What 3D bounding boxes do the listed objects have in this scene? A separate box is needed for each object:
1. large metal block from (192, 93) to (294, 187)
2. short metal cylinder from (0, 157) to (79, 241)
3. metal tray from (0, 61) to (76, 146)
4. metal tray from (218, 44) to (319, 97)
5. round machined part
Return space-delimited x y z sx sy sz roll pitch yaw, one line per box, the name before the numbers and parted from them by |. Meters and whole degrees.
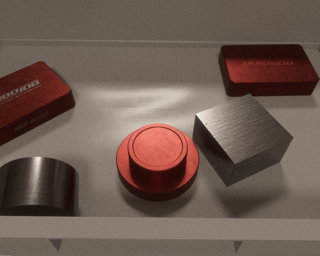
large metal block | 0.097 0.013 0.379 0.081 0.050 0.080 -21 53 -17
short metal cylinder | -0.122 0.072 0.307 0.081 0.080 0.050 -6 51 -6
metal tray | -0.198 -0.035 0.429 0.131 0.030 0.090 -33 58 -25
metal tray | 0.164 -0.091 0.480 0.131 0.030 0.090 -1 50 -2
round machined part | -0.003 0.033 0.366 0.099 0.042 0.098 0 50 0
